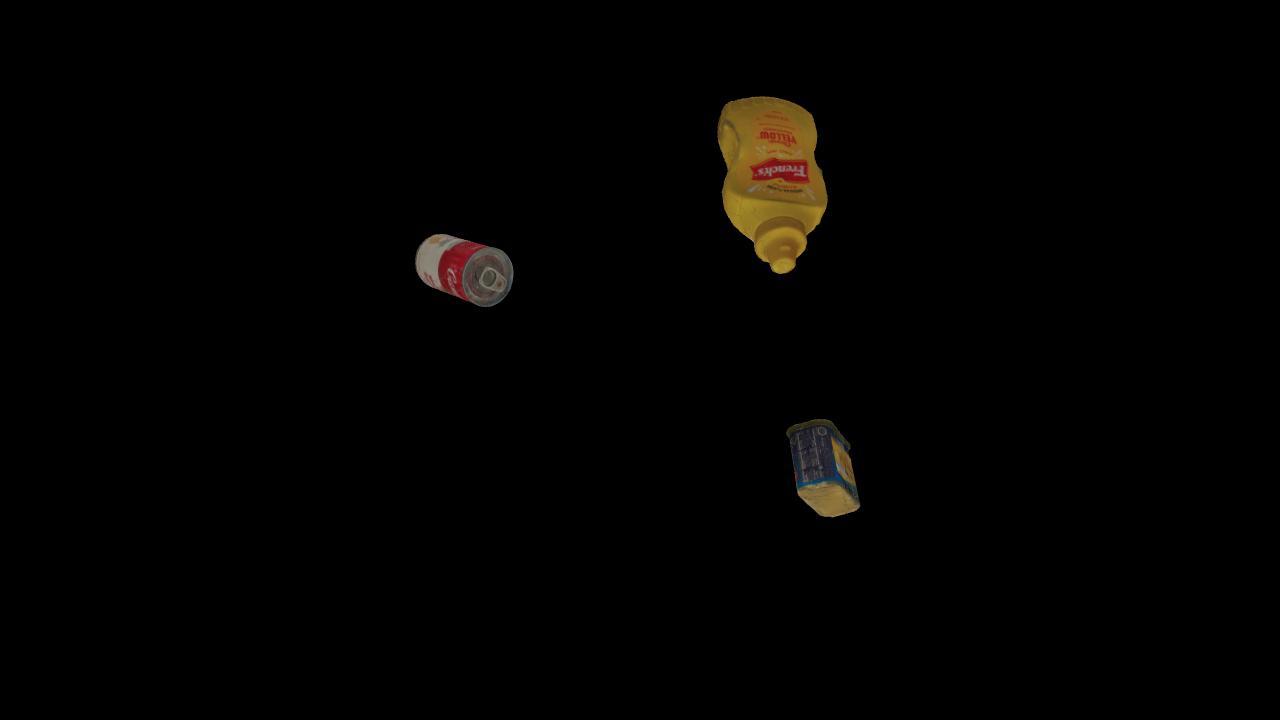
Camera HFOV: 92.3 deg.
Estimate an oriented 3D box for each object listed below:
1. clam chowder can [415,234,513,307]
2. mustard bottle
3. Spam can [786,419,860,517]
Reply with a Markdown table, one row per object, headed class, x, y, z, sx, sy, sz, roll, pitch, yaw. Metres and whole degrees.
| class | x | y | z | sx | sy | sz | roll | pitch | yaw |
| --- | --- | --- | --- | --- | --- | --- | --- | --- | --- |
| clam chowder can | -0.205 | -0.106 | 0.712 | 0.102 | 0.068 | 0.068 | 21 | 13 | 37 |
| mustard bottle | 0.116 | -0.149 | 0.533 | 0.092 | 0.184 | 0.054 | 9 | -33 | -11 |
| Spam can | 0.224 | 0.133 | 0.745 | 0.058 | 0.085 | 0.101 | -21 | -41 | 27 |
